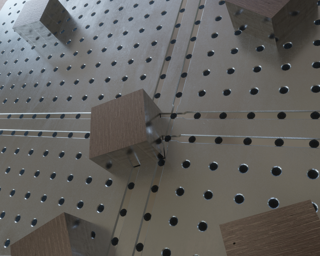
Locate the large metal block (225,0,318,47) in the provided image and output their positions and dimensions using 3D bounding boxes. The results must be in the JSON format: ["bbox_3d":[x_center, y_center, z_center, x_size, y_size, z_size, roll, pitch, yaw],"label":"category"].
[{"bbox_3d":[0.150,-0.169,0.418,0.080,0.050,0.080,-45,51,-3],"label":"large metal block"}]

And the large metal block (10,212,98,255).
[{"bbox_3d":[-0.120,0.159,0.359,0.080,0.050,0.080,-32,51,7],"label":"large metal block"}]

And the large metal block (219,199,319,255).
[{"bbox_3d":[0.106,0.117,0.265,0.080,0.050,0.080,-21,54,15],"label":"large metal block"}]

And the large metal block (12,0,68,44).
[{"bbox_3d":[-0.261,-0.237,0.677,0.080,0.050,0.080,-3,60,26],"label":"large metal block"}]

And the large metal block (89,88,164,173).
[{"bbox_3d":[-0.045,0.005,0.414,0.080,0.050,0.080,-18,55,17],"label":"large metal block"}]
